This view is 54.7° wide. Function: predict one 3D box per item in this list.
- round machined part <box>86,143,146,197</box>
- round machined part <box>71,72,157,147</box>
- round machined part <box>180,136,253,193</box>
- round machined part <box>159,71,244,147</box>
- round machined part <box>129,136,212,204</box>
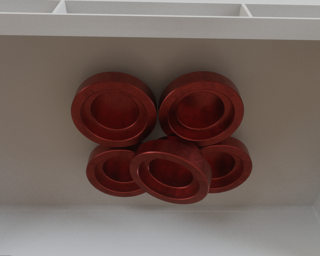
[{"bbox_3d":[-0.052,0.051,0.439,0.099,0.042,0.097,-1,130,0],"label":"round machined part"},{"bbox_3d":[-0.053,-0.026,0.373,0.099,0.042,0.097,-1,130,0],"label":"round machined part"},{"bbox_3d":[0.076,0.045,0.435,0.099,0.042,0.097,-1,130,0],"label":"round machined part"},{"bbox_3d":[0.047,-0.026,0.374,0.099,0.042,0.097,-1,130,0],"label":"round machined part"},{"bbox_3d":[0.016,0.048,0.381,0.098,0.042,0.097,13,137,13],"label":"round machined part"}]
